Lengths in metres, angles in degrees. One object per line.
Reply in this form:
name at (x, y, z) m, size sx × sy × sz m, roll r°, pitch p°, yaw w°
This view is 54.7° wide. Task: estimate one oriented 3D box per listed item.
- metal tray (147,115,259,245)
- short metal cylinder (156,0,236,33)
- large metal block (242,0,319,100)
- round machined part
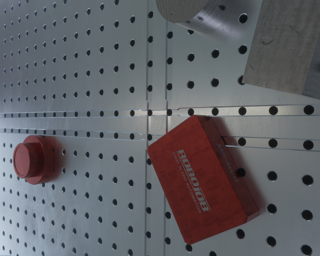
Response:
metal tray at (0.045, 0.060, 0.369) m, size 0.090 × 0.030 × 0.130 m, roll -37°, pitch 68°, yaw 34°
short metal cylinder at (0.042, -0.156, 0.359) m, size 0.080 × 0.050 × 0.079 m, roll 0°, pitch 90°, yaw 40°
large metal block at (0.122, -0.070, 0.273) m, size 0.050 × 0.081 × 0.079 m, roll 20°, pitch 103°, yaw 38°
round machined part at (-0.252, 0.063, 0.607) m, size 0.098 × 0.042 × 0.097 m, roll 0°, pitch 90°, yaw 40°
